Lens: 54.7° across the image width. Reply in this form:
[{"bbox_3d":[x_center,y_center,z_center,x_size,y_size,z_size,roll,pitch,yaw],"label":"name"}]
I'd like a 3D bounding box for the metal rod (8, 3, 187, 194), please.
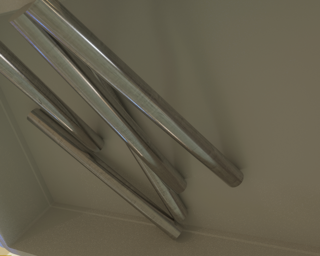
[{"bbox_3d":[-0.044,-0.006,0.353,0.025,0.025,0.300,-8,138,32],"label":"metal rod"}]

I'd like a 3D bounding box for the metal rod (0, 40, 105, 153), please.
[{"bbox_3d":[-0.151,-0.050,0.363,0.025,0.025,0.300,4,151,26],"label":"metal rod"}]

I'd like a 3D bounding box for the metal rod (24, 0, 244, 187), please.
[{"bbox_3d":[0.000,-0.017,0.321,0.025,0.025,0.301,-23,131,36],"label":"metal rod"}]

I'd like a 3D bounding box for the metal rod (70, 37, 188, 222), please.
[{"bbox_3d":[-0.041,0.010,0.436,0.025,0.025,0.299,-20,108,35],"label":"metal rod"}]

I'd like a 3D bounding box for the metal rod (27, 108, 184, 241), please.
[{"bbox_3d":[-0.089,0.070,0.488,0.300,0.025,0.025,38,129,6],"label":"metal rod"}]
